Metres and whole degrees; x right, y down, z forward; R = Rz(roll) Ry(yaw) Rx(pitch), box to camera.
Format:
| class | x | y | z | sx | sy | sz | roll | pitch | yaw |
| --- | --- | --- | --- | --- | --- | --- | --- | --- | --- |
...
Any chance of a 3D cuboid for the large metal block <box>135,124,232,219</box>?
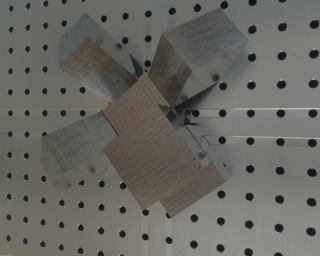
| class | x | y | z | sx | sy | sz | roll | pitch | yaw |
| --- | --- | --- | --- | --- | --- | --- | --- | --- | --- |
| large metal block | 0.030 | 0.052 | 0.388 | 0.080 | 0.050 | 0.080 | -38 | 77 | 15 |

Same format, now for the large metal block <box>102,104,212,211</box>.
| class | x | y | z | sx | sy | sz | roll | pitch | yaw |
| --- | --- | --- | --- | --- | --- | --- | --- | --- | --- |
| large metal block | -0.002 | 0.031 | 0.346 | 0.080 | 0.050 | 0.080 | -39 | 79 | 15 |

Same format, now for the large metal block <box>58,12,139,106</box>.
| class | x | y | z | sx | sy | sz | roll | pitch | yaw |
| --- | --- | --- | --- | --- | --- | --- | --- | --- | --- |
| large metal block | -0.079 | -0.088 | 0.395 | 0.050 | 0.080 | 0.080 | -40 | 38 | 16 |

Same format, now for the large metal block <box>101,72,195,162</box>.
| class | x | y | z | sx | sy | sz | roll | pitch | yaw |
| --- | --- | --- | --- | --- | --- | --- | --- | --- | --- |
| large metal block | -0.015 | -0.013 | 0.405 | 0.080 | 0.050 | 0.080 | -40 | 78 | 15 |

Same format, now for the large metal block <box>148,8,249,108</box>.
| class | x | y | z | sx | sy | sz | roll | pitch | yaw |
| --- | --- | --- | --- | --- | --- | --- | --- | --- | --- |
| large metal block | 0.040 | -0.077 | 0.353 | 0.080 | 0.080 | 0.050 | -31 | 77 | -23 |

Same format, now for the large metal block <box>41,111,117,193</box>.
| class | x | y | z | sx | sy | sz | roll | pitch | yaw |
| --- | --- | --- | --- | --- | --- | --- | --- | --- | --- |
| large metal block | -0.105 | 0.033 | 0.405 | 0.050 | 0.081 | 0.080 | 54 | 148 | 13 |
